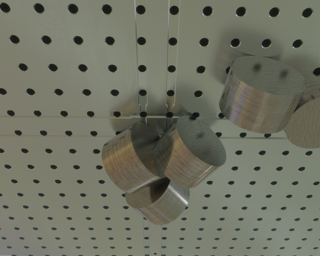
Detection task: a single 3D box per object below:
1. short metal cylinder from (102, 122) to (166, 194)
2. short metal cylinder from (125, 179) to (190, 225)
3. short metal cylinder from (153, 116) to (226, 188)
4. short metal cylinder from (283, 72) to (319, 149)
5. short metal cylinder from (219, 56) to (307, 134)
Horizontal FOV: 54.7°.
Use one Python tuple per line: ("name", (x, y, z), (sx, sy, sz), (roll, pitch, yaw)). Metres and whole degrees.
("short metal cylinder", (-0.029, 0.039, 0.409), (0.050, 0.080, 0.080), (-32, 123, 24))
("short metal cylinder", (-0.004, 0.094, 0.456), (0.080, 0.080, 0.050), (-27, 125, 21))
("short metal cylinder", (0.039, 0.030, 0.402), (0.080, 0.080, 0.050), (28, 125, -22))
("short metal cylinder", (0.188, -0.021, 0.379), (0.081, 0.050, 0.079), (0, 130, 0))
("short metal cylinder", (0.111, -0.039, 0.344), (0.081, 0.080, 0.050), (6, 130, -5))
